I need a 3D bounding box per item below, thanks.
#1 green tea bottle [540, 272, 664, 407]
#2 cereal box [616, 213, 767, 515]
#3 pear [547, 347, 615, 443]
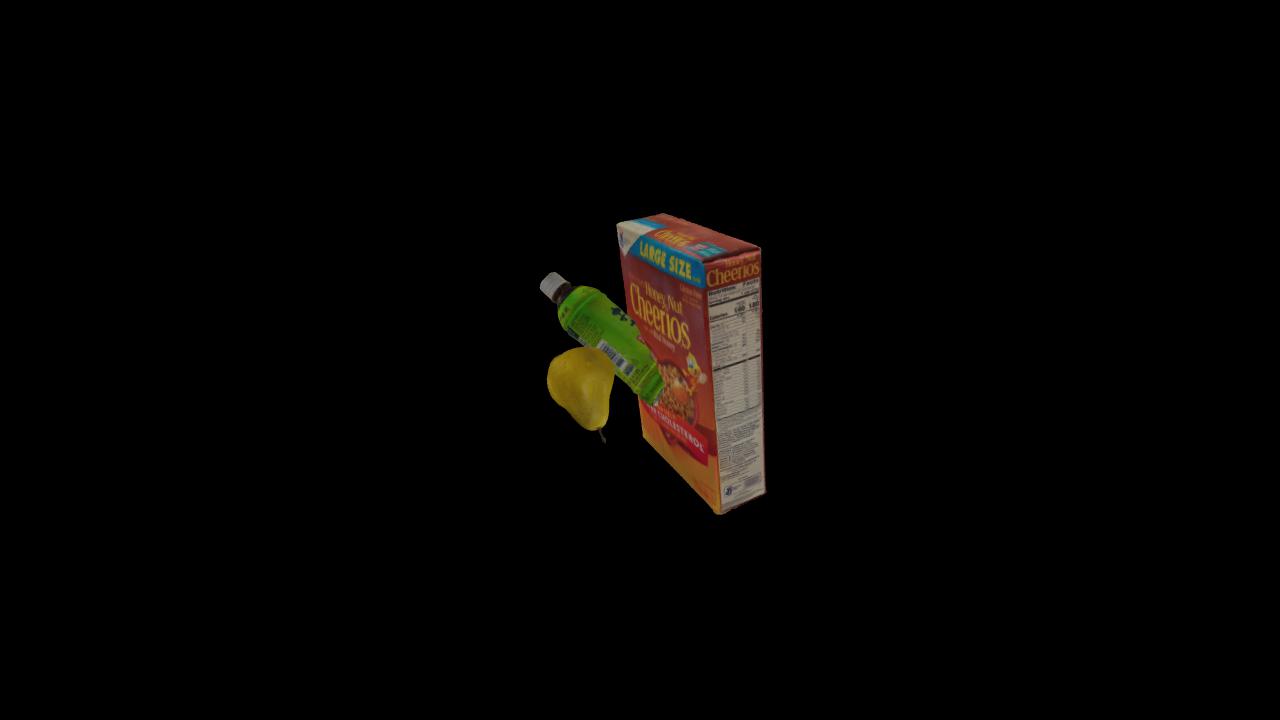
[{"bbox_3d":[-0.040,-0.034,0.762,0.212,0.073,0.073,40,9,10],"label":"green tea bottle"},{"bbox_3d":[0.058,-0.003,0.719,0.081,0.306,0.203,-18,29,-20],"label":"cereal box"},{"bbox_3d":[-0.060,0.043,0.694,0.080,0.111,0.080,-14,-11,-3],"label":"pear"}]
